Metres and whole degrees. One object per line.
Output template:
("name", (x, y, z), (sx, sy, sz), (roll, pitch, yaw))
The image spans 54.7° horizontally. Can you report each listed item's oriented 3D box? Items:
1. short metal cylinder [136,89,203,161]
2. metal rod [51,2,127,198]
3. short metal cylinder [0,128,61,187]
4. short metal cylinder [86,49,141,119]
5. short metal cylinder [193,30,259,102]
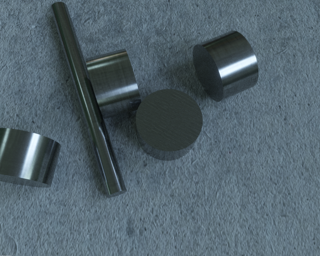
("short metal cylinder", (0.010, -0.003, 0.394), (0.081, 0.050, 0.080), (1, 71, -2))
("metal rod", (-0.103, -0.051, 0.426), (0.025, 0.025, 0.299), (-19, 71, -7))
("short metal cylinder", (-0.163, 0.037, 0.364), (0.080, 0.080, 0.050), (7, 70, 2))
("short metal cylinder", (-0.059, -0.057, 0.399), (0.050, 0.080, 0.080), (-17, 71, -6))
("short metal cylinder", (0.085, -0.081, 0.409), (0.050, 0.080, 0.080), (-24, 72, -8))
